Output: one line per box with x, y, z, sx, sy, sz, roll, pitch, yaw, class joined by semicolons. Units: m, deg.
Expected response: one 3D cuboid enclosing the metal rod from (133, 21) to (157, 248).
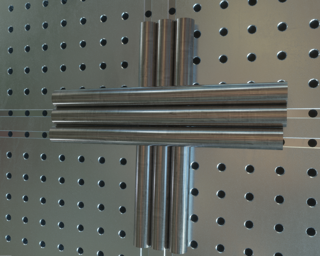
-0.019;0.009;0.420;0.025;0.025;0.298;2;91;20;metal rod

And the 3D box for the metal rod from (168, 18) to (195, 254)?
0.028;0.010;0.403;0.025;0.025;0.298;2;91;20;metal rod

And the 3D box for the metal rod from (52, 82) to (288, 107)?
-0.003;-0.040;0.387;0.301;0.025;0.025;1;90;20;metal rod

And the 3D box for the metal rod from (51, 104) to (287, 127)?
-0.004;-0.015;0.388;0.301;0.025;0.025;1;90;20;metal rod

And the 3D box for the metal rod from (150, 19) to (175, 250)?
0.004;0.009;0.412;0.025;0.025;0.298;2;91;20;metal rod

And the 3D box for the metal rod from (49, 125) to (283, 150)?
-0.007;0.010;0.389;0.301;0.025;0.025;1;90;20;metal rod
